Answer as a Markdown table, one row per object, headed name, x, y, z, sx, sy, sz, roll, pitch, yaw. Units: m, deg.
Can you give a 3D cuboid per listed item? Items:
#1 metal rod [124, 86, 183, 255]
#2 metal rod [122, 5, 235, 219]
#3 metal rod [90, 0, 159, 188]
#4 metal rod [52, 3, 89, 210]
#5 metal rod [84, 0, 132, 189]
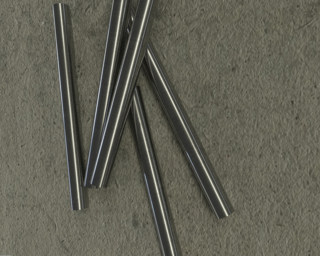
| name | x | y | z | sx | sy | sz | roll | pitch | yaw |
| --- | --- | --- | --- | --- | --- | --- | --- | --- | --- |
| metal rod | -0.002 | 0.091 | 0.409 | 0.025 | 0.025 | 0.298 | -16 | 85 | 19 |
| metal rod | 0.017 | -0.027 | 0.402 | 0.025 | 0.025 | 0.299 | -28 | 81 | 18 |
| metal rod | -0.040 | -0.069 | 0.395 | 0.025 | 0.025 | 0.298 | 18 | 96 | 19 |
| metal rod | -0.132 | -0.032 | 0.455 | 0.025 | 0.025 | 0.298 | -7 | 88 | 20 |
| metal rod | -0.068 | -0.062 | 0.416 | 0.025 | 0.025 | 0.298 | 15 | 101 | 19 |
